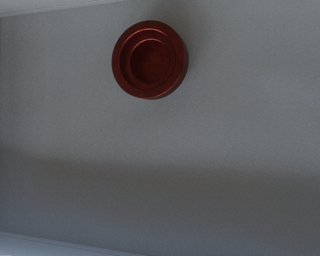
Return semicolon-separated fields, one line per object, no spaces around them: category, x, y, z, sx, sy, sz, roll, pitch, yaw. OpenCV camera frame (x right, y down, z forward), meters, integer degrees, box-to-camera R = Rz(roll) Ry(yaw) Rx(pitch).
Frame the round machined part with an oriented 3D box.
round machined part;-0.010;-0.086;0.405;0.098;0.042;0.097;0;90;20
